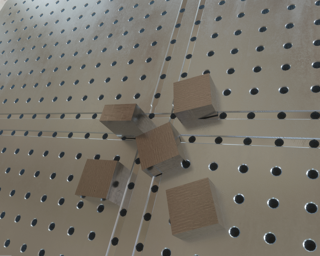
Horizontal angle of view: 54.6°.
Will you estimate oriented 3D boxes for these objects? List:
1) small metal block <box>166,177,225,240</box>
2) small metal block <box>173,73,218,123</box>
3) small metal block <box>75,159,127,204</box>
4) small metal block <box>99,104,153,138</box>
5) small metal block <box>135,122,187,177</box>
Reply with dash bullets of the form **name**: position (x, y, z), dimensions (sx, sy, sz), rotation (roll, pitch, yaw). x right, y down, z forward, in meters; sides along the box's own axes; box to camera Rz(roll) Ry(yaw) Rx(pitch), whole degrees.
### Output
- **small metal block**: position (0.037, 0.087, 0.336), dimensions (0.050, 0.025, 0.050), rotation (-20, 54, 16)
- **small metal block**: position (0.046, -0.039, 0.409), dimensions (0.050, 0.025, 0.050), rotation (-13, 56, 21)
- **small metal block**: position (-0.077, 0.070, 0.407), dimensions (0.050, 0.025, 0.050), rotation (0, 62, 28)
- **small metal block**: position (-0.045, -0.009, 0.422), dimensions (0.050, 0.050, 0.025), rotation (0, 62, 28)
- **small metal block**: position (0.001, 0.027, 0.392), dimensions (0.050, 0.025, 0.050), rotation (-24, 53, 13)
